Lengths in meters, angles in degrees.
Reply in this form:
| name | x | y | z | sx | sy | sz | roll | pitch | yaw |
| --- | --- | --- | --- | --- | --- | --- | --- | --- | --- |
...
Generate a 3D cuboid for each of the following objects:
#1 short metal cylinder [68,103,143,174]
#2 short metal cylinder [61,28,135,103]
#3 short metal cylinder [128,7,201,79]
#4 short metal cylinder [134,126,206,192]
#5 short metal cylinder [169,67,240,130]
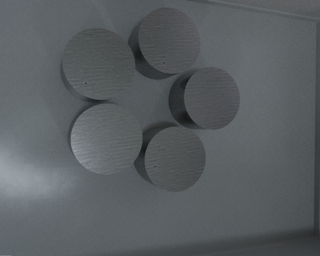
| name | x | y | z | sx | sy | sz | roll | pitch | yaw |
| --- | --- | --- | --- | --- | --- | --- | --- | --- | --- |
| short metal cylinder | -0.067 | 0.012 | 0.370 | 0.081 | 0.050 | 0.080 | 0 | 90 | -20 |
| short metal cylinder | -0.075 | -0.071 | 0.367 | 0.081 | 0.050 | 0.080 | 0 | 90 | -20 |
| short metal cylinder | 0.004 | -0.105 | 0.396 | 0.081 | 0.050 | 0.080 | 0 | 90 | -20 |
| short metal cylinder | 0.011 | 0.038 | 0.399 | 0.081 | 0.050 | 0.080 | 0 | 90 | -20 |
| short metal cylinder | 0.059 | -0.038 | 0.416 | 0.081 | 0.050 | 0.080 | 0 | 90 | -20 |
